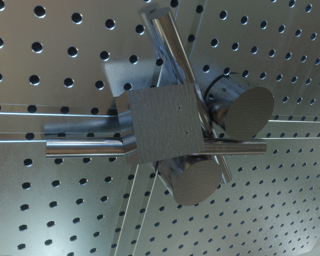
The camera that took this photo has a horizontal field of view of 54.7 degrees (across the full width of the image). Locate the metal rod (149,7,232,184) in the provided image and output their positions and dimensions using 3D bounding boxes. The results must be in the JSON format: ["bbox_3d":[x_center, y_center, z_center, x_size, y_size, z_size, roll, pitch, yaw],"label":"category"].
[{"bbox_3d":[0.054,-0.020,0.425,0.025,0.025,0.299,-33,129,-7],"label":"metal rod"}]

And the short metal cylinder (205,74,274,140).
[{"bbox_3d":[0.110,-0.030,0.433,0.081,0.050,0.079,-14,124,-21],"label":"short metal cylinder"}]

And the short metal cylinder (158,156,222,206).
[{"bbox_3d":[0.043,0.067,0.456,0.081,0.050,0.079,-14,124,-21],"label":"short metal cylinder"}]

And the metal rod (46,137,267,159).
[{"bbox_3d":[0.011,0.025,0.407,0.303,0.025,0.025,1,118,-22],"label":"metal rod"}]

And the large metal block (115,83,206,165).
[{"bbox_3d":[-0.001,-0.004,0.364,0.081,0.050,0.080,-10,88,-23],"label":"large metal block"}]
